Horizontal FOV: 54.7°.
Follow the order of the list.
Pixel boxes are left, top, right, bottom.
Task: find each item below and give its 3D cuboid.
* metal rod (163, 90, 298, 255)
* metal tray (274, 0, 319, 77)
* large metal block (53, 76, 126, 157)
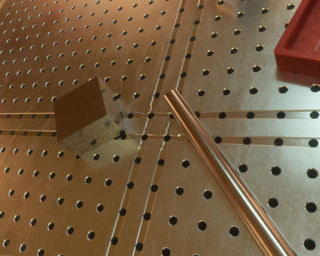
[{"bbox_3d":[0.075,0.058,0.332,0.025,0.025,0.300,-35,51,5],"label":"metal rod"},{"bbox_3d":[0.207,-0.122,0.370,0.090,0.030,0.130,22,73,36],"label":"metal tray"},{"bbox_3d":[-0.105,-0.017,0.458,0.080,0.050,0.080,-28,52,10],"label":"large metal block"}]
